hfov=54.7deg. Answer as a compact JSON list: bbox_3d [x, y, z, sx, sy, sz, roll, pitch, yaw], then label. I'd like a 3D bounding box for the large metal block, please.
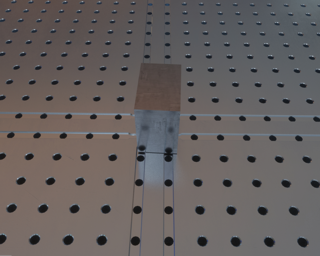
[{"bbox_3d":[-0.001,-0.024,0.391,0.050,0.080,0.080,3,50,2],"label":"large metal block"}]
